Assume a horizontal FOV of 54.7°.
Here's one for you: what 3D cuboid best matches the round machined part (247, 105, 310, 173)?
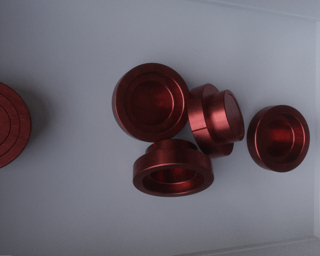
[{"bbox_3d":[0.171,0.015,0.464,0.099,0.042,0.097,0,90,-20],"label":"round machined part"}]

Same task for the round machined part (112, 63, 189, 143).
[{"bbox_3d":[-0.013,-0.031,0.396,0.099,0.042,0.097,0,90,-20],"label":"round machined part"}]

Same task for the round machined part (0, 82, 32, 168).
[{"bbox_3d":[-0.190,-0.003,0.331,0.099,0.042,0.097,0,90,-20],"label":"round machined part"}]

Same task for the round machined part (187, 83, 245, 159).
[{"bbox_3d":[0.078,-0.012,0.402,0.098,0.042,0.098,34,48,-48],"label":"round machined part"}]

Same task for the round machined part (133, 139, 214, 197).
[{"bbox_3d":[0.016,0.048,0.386,0.099,0.097,0.042,12,54,-20],"label":"round machined part"}]
